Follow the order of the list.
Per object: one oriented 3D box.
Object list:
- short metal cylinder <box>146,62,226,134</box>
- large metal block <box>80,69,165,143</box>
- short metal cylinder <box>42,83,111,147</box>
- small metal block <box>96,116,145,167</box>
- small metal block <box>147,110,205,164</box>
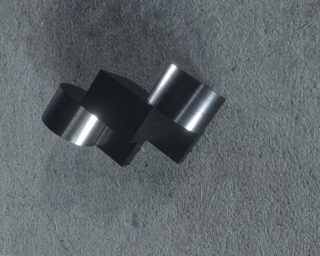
[{"bbox_3d":[0.031,-0.036,0.370,0.080,0.080,0.050,37,102,16],"label":"short metal cylinder"},{"bbox_3d":[-0.039,-0.026,0.395,0.080,0.080,0.050,37,102,16],"label":"large metal block"},{"bbox_3d":[-0.110,-0.018,0.420,0.080,0.080,0.050,37,102,16],"label":"short metal cylinder"},{"bbox_3d":[-0.053,0.017,0.429,0.050,0.025,0.050,37,102,16],"label":"small metal block"},{"bbox_3d":[0.021,0.011,0.403,0.050,0.025,0.050,37,102,16],"label":"small metal block"}]
